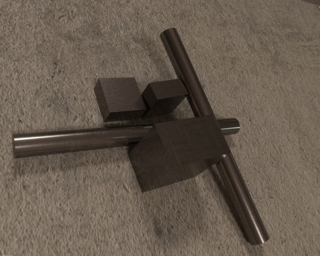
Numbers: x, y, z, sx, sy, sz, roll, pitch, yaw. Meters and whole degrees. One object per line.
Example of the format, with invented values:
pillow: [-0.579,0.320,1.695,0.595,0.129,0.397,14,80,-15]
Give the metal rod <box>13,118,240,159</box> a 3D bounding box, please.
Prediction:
metal rod: [-0.018,0.008,0.390,0.303,0.025,0.025,-5,64,-31]

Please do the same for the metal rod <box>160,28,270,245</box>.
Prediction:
metal rod: [0.068,0.005,0.408,0.025,0.025,0.299,-17,80,-35]

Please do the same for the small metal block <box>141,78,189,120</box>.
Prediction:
small metal block: [0.001,-0.039,0.414,0.050,0.050,0.025,-14,70,-34]

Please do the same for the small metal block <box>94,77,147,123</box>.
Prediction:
small metal block: [-0.052,-0.037,0.400,0.050,0.025,0.050,-7,66,-32]

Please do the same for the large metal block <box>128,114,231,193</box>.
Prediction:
large metal block: [0.020,0.030,0.363,0.081,0.080,0.050,-10,67,-33]
